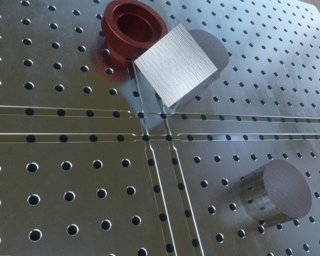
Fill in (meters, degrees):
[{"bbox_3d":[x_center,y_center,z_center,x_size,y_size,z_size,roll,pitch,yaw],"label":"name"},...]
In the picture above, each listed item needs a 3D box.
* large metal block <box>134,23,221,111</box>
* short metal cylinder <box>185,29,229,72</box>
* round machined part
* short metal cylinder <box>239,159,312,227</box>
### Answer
[{"bbox_3d":[0.025,-0.082,0.430,0.080,0.080,0.050,54,11,10],"label":"large metal block"},{"bbox_3d":[0.062,-0.110,0.495,0.081,0.050,0.080,14,56,-21],"label":"short metal cylinder"},{"bbox_3d":[-0.041,-0.143,0.464,0.099,0.042,0.098,14,56,-21],"label":"round machined part"},{"bbox_3d":[0.157,0.089,0.425,0.081,0.050,0.080,14,56,-21],"label":"short metal cylinder"}]
